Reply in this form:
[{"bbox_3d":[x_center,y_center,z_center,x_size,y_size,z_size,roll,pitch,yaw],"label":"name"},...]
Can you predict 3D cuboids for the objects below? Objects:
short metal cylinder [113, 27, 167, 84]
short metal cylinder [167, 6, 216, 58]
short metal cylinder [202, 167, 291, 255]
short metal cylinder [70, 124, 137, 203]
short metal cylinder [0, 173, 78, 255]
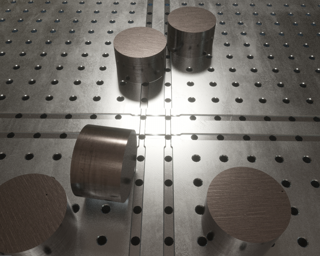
[{"bbox_3d":[-0.030,-0.115,0.488,0.081,0.050,0.080,0,50,0],"label":"short metal cylinder"},{"bbox_3d":[0.053,-0.164,0.530,0.081,0.050,0.080,0,50,0],"label":"short metal cylinder"},{"bbox_3d":[0.086,0.087,0.319,0.081,0.050,0.080,0,50,0],"label":"short metal cylinder"},{"bbox_3d":[-0.058,0.038,0.339,0.050,0.080,0.080,7,50,5],"label":"short metal cylinder"},{"bbox_3d":[-0.129,0.093,0.311,0.081,0.050,0.080,0,50,0],"label":"short metal cylinder"}]
